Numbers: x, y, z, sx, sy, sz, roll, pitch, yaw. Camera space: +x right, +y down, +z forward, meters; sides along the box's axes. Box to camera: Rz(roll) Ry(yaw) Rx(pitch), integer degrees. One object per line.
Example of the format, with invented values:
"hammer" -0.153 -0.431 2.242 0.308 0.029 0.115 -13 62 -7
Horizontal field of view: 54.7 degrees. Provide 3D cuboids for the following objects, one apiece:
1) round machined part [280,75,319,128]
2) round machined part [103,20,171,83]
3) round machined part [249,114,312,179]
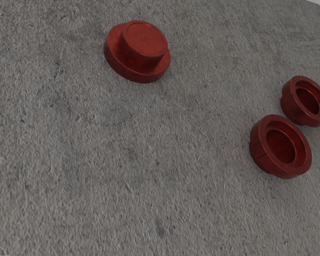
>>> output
"round machined part" 0.258 -0.043 0.558 0.099 0.042 0.098 14 56 -21
"round machined part" -0.028 -0.116 0.449 0.099 0.042 0.098 14 56 -21
"round machined part" 0.175 0.032 0.468 0.099 0.042 0.098 14 56 -21
